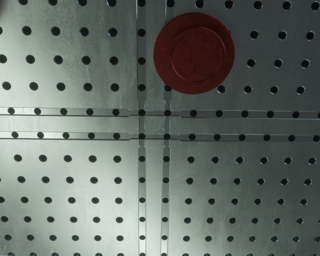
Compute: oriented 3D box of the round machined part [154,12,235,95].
[{"bbox_3d":[0.041,-0.087,0.373,0.099,0.042,0.097,0,110,-1],"label":"round machined part"}]
